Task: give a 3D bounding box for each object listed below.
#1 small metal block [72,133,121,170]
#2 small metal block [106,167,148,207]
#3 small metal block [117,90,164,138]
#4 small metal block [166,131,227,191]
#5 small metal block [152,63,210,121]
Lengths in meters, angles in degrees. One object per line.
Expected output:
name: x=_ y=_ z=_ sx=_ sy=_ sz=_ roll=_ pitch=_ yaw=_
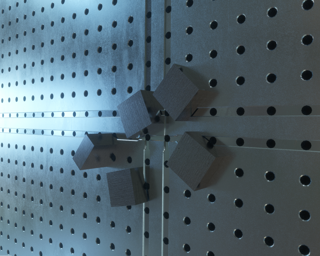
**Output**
small metal block: x=-0.096 y=0.035 z=0.470 sx=0.025 sy=0.050 sz=0.050 roll=49 pitch=119 yaw=28
small metal block: x=-0.048 y=0.085 z=0.447 sx=0.050 sy=0.025 sz=0.050 roll=-16 pitch=80 yaw=38
small metal block: x=-0.028 y=-0.018 z=0.430 sx=0.050 sy=0.025 sz=0.050 roll=-30 pitch=71 yaw=35
small metal block: x=0.043 y=0.039 z=0.373 sx=0.050 sy=0.025 sz=0.050 roll=42 pitch=115 yaw=31
small metal block: x=0.026 y=-0.044 z=0.387 sx=0.050 sy=0.025 sz=0.050 roll=51 pitch=120 yaw=27
